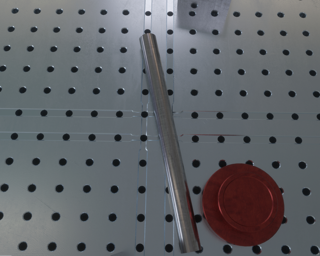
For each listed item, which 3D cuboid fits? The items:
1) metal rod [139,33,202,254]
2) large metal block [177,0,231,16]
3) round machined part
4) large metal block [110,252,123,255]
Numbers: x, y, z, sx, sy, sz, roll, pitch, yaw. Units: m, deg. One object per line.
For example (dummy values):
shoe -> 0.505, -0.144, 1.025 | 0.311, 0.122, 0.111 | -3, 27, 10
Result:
metal rod -> 0.009, 0.005, 0.409 | 0.025, 0.025, 0.299 | -10, 70, -4
large metal block -> 0.076, -0.232, 0.484 | 0.080, 0.050, 0.080 | 12, 70, 4
round machined part -> 0.100, 0.090, 0.371 | 0.099, 0.042, 0.098 | 0, 70, 0
large metal block -> -0.070, 0.173, 0.319 | 0.080, 0.080, 0.050 | -27, 73, -9
